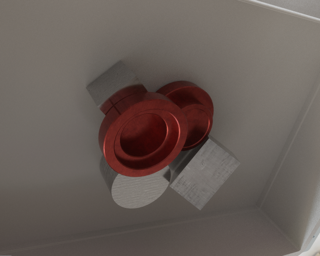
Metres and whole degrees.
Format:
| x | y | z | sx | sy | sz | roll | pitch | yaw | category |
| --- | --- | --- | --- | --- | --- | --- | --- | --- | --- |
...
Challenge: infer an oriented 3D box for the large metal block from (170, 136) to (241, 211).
| x | y | z | sx | sy | sz | roll | pitch | yaw | category |
| --- | --- | --- | --- | --- | --- | --- | --- | --- | --- |
| 0.061 | 0.056 | 0.432 | 0.050 | 0.080 | 0.080 | 39 | 97 | 2 | large metal block |

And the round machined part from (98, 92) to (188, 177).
| x | y | z | sx | sy | sz | roll | pitch | yaw | category |
| --- | --- | --- | --- | --- | --- | --- | --- | --- | --- |
| -0.022 | 0.004 | 0.350 | 0.099 | 0.042 | 0.097 | -14 | 125 | -21 | round machined part |

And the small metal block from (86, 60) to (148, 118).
| x | y | z | sx | sy | sz | roll | pitch | yaw | category |
| --- | --- | --- | --- | --- | --- | --- | --- | --- | --- |
| -0.048 | -0.042 | 0.339 | 0.050 | 0.050 | 0.025 | -39 | 130 | -2 | small metal block |

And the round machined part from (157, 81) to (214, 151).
| x | y | z | sx | sy | sz | roll | pitch | yaw | category |
| --- | --- | --- | --- | --- | --- | --- | --- | --- | --- |
| 0.030 | -0.009 | 0.406 | 0.099 | 0.042 | 0.097 | -14 | 125 | -21 | round machined part |

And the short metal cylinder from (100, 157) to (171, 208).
| x | y | z | sx | sy | sz | roll | pitch | yaw | category |
| --- | --- | --- | --- | --- | --- | --- | --- | --- | --- |
| -0.033 | 0.059 | 0.410 | 0.081 | 0.050 | 0.079 | -14 | 125 | -21 | short metal cylinder |
